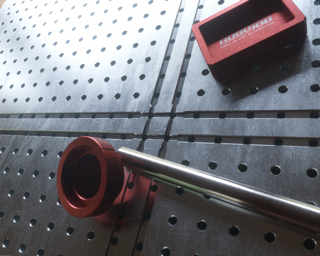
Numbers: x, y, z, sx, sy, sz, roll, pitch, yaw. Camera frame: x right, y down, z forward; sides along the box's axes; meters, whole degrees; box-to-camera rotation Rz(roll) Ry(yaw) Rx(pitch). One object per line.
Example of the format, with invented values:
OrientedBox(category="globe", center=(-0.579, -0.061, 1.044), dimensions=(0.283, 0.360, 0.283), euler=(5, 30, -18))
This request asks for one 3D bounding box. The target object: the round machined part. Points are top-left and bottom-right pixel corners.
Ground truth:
OrientedBox(category="round machined part", center=(-0.083, 0.061, 0.389), dimensions=(0.098, 0.042, 0.098), euler=(-8, 77, 37))

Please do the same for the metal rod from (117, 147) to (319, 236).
OrientedBox(category="metal rod", center=(0.072, 0.067, 0.329), dimensions=(0.300, 0.025, 0.025), euler=(14, 69, 33))

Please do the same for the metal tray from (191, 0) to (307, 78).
OrientedBox(category="metal tray", center=(0.117, -0.133, 0.425), dimensions=(0.130, 0.030, 0.090), euler=(-24, 53, 13))
